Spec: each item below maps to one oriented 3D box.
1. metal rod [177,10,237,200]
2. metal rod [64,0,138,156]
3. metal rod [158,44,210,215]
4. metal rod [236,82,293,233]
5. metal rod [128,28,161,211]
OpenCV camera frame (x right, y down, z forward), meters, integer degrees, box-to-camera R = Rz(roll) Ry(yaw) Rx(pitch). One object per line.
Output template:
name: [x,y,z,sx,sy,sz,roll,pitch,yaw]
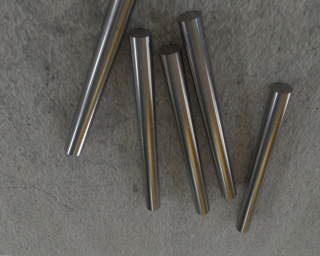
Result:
metal rod: [0.070,-0.004,0.405,0.025,0.025,0.299,-13,129,10]
metal rod: [-0.062,-0.076,0.341,0.025,0.025,0.298,18,128,-15]
metal rod: [0.041,0.026,0.429,0.025,0.025,0.298,-10,130,7]
metal rod: [0.147,0.066,0.465,0.025,0.025,0.298,-1,130,0]
metal rod: [-0.016,0.014,0.419,0.025,0.025,0.298,-2,130,1]
